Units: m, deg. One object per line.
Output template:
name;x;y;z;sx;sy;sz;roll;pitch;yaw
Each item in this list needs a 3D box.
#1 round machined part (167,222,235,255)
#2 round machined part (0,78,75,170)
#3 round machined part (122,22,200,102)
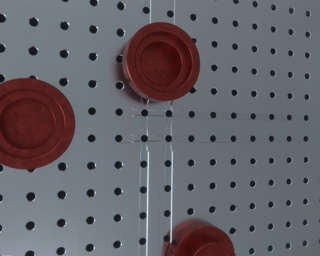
round machined part;0.062;0.184;0.426;0.099;0.042;0.097;0;90;-20
round machined part;-0.148;-0.005;0.349;0.099;0.042;0.097;0;90;-20
round machined part;-0.001;-0.082;0.403;0.099;0.042;0.097;0;90;-20
